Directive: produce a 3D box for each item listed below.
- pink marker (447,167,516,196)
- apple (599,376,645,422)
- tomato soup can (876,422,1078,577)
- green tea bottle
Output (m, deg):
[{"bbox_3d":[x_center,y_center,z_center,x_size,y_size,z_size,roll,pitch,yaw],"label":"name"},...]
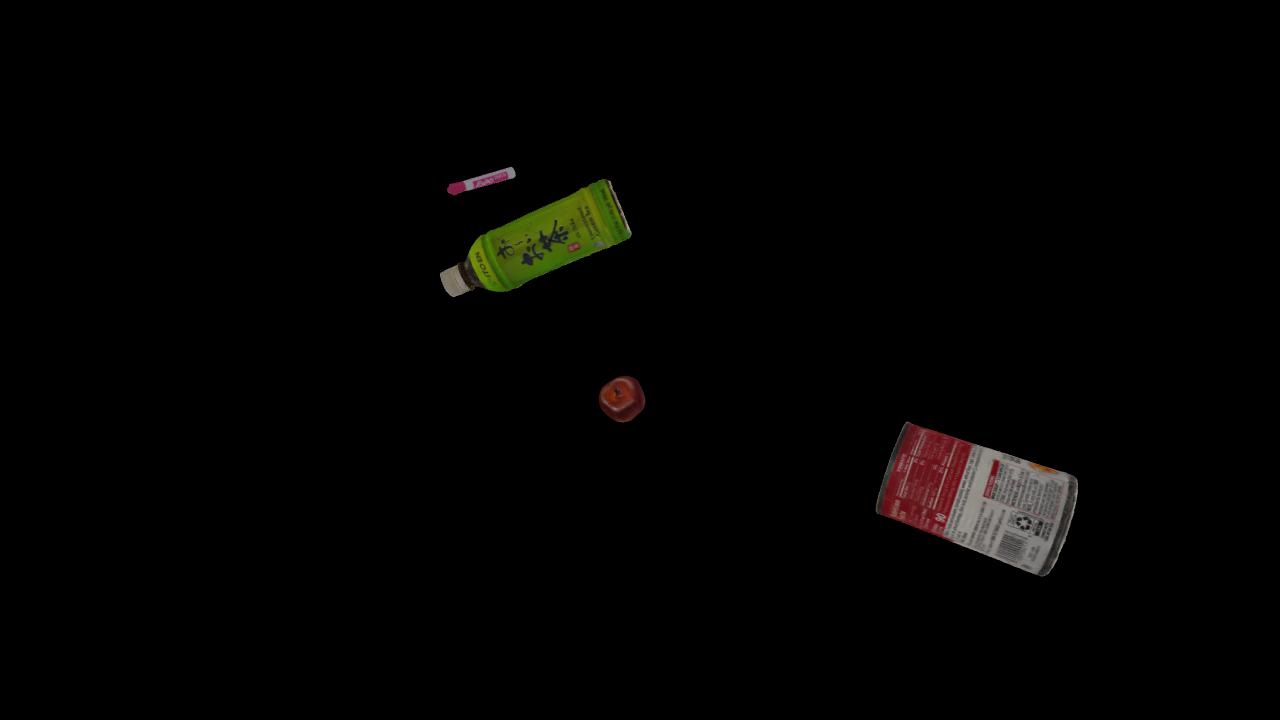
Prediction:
[{"bbox_3d":[-0.266,-0.300,1.031,0.121,0.020,0.020,-27,14,-29],"label":"pink marker"},{"bbox_3d":[-0.029,0.066,1.044,0.079,0.079,0.093,0,-21,13],"label":"apple"},{"bbox_3d":[0.216,0.088,0.400,0.101,0.068,0.068,18,9,29],"label":"tomato soup can"},{"bbox_3d":[-0.117,-0.125,0.672,0.212,0.073,0.073,-22,-3,6],"label":"green tea bottle"}]
